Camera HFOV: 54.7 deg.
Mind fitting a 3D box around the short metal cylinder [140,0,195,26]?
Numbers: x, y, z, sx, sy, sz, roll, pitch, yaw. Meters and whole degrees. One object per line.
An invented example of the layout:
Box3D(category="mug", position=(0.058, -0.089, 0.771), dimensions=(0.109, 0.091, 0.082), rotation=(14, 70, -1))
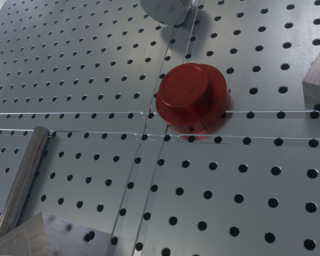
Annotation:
Box3D(category="short metal cylinder", position=(0.014, -0.212, 0.496), dimensions=(0.080, 0.080, 0.050), rotation=(13, 69, 33))

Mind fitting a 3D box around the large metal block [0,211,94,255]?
Box3D(category="large metal block", position=(-0.135, 0.147, 0.353), dimensions=(0.080, 0.080, 0.050), rotation=(-33, 52, 6))

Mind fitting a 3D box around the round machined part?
Box3D(category="round machined part", position=(0.038, -0.046, 0.406), dimensions=(0.098, 0.042, 0.098), rotation=(-13, 56, 21))

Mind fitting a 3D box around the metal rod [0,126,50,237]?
Box3D(category="metal rod", position=(-0.216, 0.134, 0.439), dimensions=(0.025, 0.025, 0.300), rotation=(-4, 60, 26))

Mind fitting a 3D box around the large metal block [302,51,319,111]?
Box3D(category="large metal block", position=(0.206, -0.054, 0.317), dimensions=(0.080, 0.050, 0.080), rotation=(25, 75, 37))
